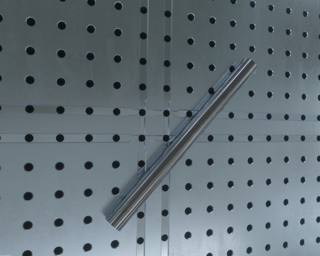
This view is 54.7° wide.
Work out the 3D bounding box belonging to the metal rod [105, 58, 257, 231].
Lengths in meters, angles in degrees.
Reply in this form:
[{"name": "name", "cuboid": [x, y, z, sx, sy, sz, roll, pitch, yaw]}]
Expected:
[{"name": "metal rod", "cuboid": [0.037, 0.014, 0.427, 0.025, 0.025, 0.301, 46, 76, -15]}]
